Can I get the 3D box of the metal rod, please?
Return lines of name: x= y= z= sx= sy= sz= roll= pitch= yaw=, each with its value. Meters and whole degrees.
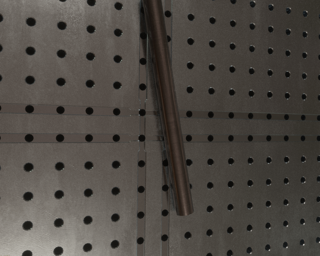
metal rod: x=0.011 y=-0.031 z=0.417 sx=0.025 sy=0.025 sz=0.298 roll=-10 pitch=94 yaw=-20
